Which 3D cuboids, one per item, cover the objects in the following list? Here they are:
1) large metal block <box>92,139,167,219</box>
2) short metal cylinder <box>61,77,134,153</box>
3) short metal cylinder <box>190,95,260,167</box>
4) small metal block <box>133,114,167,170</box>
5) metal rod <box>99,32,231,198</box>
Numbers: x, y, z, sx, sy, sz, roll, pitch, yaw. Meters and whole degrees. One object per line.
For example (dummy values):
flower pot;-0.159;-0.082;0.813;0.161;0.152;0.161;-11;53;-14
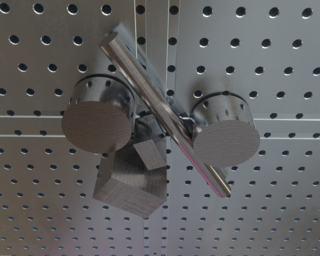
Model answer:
large metal block;-0.038;0.065;0.425;0.080;0.080;0.050;28;125;-21
short metal cylinder;-0.073;-0.015;0.377;0.081;0.050;0.079;0;130;0
short metal cylinder;0.081;0.005;0.395;0.081;0.050;0.079;0;130;0
small metal block;-0.012;0.018;0.405;0.025;0.050;0.050;-17;128;13
metal rod;0.024;0.003;0.410;0.025;0.025;0.300;-25;126;20
